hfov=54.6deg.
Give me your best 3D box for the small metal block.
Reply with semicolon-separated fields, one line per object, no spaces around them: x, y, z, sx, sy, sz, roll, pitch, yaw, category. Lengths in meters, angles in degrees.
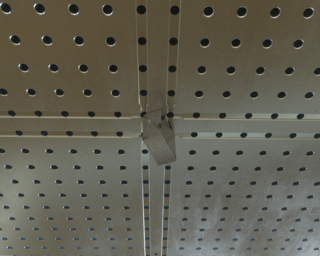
0.000;0.012;0.405;0.025;0.050;0.050;-18;128;14;small metal block
